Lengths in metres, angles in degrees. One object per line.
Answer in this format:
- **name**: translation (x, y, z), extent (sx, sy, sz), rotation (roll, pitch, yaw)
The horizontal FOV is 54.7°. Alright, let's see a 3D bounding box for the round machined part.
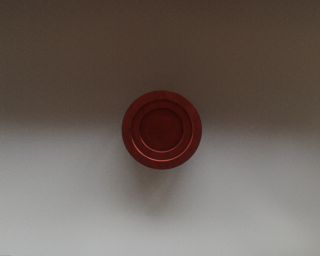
- **round machined part**: translation (0.002, 0.002, 0.399), extent (0.099, 0.042, 0.097), rotation (0, 90, -1)
